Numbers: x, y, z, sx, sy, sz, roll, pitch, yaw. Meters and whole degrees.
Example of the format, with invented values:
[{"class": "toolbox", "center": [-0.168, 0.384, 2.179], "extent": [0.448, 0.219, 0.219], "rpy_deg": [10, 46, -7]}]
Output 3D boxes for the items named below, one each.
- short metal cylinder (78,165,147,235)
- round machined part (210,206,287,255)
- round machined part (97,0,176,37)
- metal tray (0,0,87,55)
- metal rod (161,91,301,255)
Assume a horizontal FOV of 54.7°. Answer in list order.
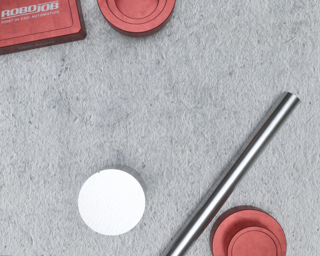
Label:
[{"class": "short metal cylinder", "center": [-0.058, 0.089, 0.397], "extent": [0.081, 0.050, 0.079], "rpy_deg": [0, 90, -1]}, {"class": "round machined part", "center": [0.117, 0.155, 0.403], "extent": [0.099, 0.042, 0.097], "rpy_deg": [0, 90, -1]}, {"class": "round machined part", "center": [-0.029, -0.166, 0.401], "extent": [0.099, 0.042, 0.097], "rpy_deg": [0, 90, -1]}, {"class": "metal tray", "center": [-0.171, -0.152, 0.405], "extent": [0.131, 0.030, 0.089], "rpy_deg": [-11, 90, -1]}, {"class": "metal rod", "center": [0.086, 0.078, 0.411], "extent": [0.025, 0.025, 0.299], "rpy_deg": [37, 90, -1]}]
